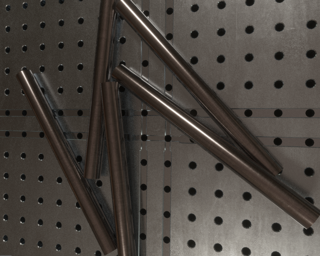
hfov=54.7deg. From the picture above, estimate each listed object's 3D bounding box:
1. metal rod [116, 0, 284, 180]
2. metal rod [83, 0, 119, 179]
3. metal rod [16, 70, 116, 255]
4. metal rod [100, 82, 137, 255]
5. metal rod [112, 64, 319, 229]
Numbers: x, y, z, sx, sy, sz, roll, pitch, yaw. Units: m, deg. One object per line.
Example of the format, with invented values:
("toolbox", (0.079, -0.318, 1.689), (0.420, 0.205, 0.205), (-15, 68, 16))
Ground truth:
("metal rod", (0.042, -0.058, 0.397), (0.025, 0.025, 0.300), (-43, 77, 15))
("metal rod", (-0.082, -0.077, 0.440), (0.025, 0.025, 0.298), (7, 92, 19))
("metal rod", (-0.140, 0.044, 0.460), (0.025, 0.025, 0.299), (-33, 80, 17))
("metal rod", (-0.054, 0.087, 0.422), (0.025, 0.025, 0.298), (-5, 91, 19))
("metal rod", (0.052, 0.009, 0.378), (0.300, 0.025, 0.025), (38, 102, 21))
